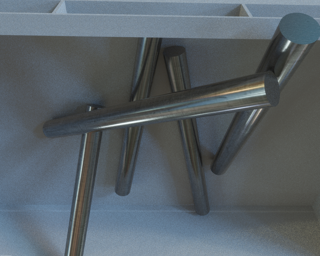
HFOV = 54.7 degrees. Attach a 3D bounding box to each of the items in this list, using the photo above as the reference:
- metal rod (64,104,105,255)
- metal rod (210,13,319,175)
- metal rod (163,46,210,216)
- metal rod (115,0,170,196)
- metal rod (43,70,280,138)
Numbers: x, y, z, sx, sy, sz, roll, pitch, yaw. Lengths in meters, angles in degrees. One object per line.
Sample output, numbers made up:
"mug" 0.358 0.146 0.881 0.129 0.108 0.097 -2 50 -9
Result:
"metal rod" -0.107 0.116 0.416 0.025 0.025 0.298 9 101 -8
"metal rod" 0.087 -0.001 0.326 0.025 0.025 0.299 -1 156 0
"metal rod" 0.044 0.027 0.433 0.025 0.025 0.298 -9 130 7
"metal rod" -0.031 -0.013 0.397 0.025 0.025 0.298 8 130 -7
"metal rod" -0.034 -0.013 0.311 0.300 0.025 0.025 -7 136 42
